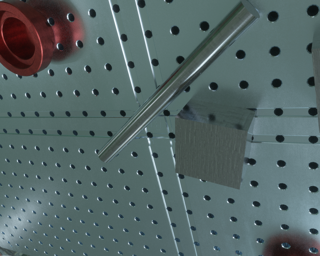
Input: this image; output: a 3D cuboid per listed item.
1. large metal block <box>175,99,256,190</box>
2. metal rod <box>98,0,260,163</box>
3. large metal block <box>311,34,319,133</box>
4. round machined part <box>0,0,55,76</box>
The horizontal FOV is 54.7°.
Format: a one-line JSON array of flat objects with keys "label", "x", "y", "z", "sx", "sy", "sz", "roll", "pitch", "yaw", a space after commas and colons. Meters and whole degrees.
[{"label": "large metal block", "x": 0.065, "y": 0.018, "z": 0.372, "sx": 0.080, "sy": 0.050, "sz": 0.079, "roll": 12, "pitch": 124, "yaw": 21}, {"label": "metal rod", "x": 0.001, "y": -0.035, "z": 0.388, "sx": 0.025, "sy": 0.025, "sz": 0.299, "roll": 45, "pitch": 129, "yaw": -3}, {"label": "large metal block", "x": 0.182, "y": -0.044, "z": 0.272, "sx": 0.080, "sy": 0.050, "sz": 0.080, "roll": -4, "pitch": 117, "yaw": 30}, {"label": "round machined part", "x": -0.184, "y": -0.123, "z": 0.421, "sx": 0.098, "sy": 0.042, "sz": 0.097, "roll": 13, "pitch": 124, "yaw": 21}]
